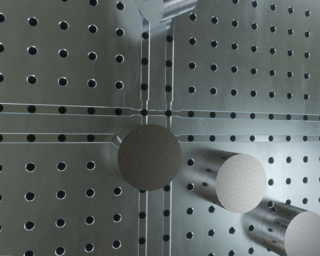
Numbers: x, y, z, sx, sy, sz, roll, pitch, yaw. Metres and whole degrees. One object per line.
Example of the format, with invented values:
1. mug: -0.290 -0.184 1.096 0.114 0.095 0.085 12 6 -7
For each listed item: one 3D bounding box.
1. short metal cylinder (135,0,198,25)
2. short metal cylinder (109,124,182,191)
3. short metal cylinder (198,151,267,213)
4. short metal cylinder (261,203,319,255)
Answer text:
1. short metal cylinder: 0.004 -0.176 0.384 0.050 0.080 0.080 -28 100 -18
2. short metal cylinder: -0.019 0.035 0.392 0.081 0.050 0.079 0 90 -20
3. short metal cylinder: 0.101 0.074 0.437 0.081 0.050 0.079 0 90 -20
4. short metal cylinder: 0.205 0.161 0.475 0.081 0.050 0.079 0 90 -20
